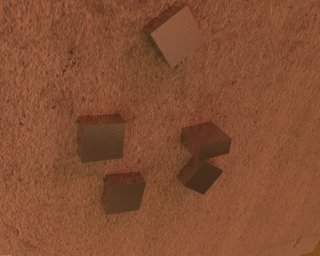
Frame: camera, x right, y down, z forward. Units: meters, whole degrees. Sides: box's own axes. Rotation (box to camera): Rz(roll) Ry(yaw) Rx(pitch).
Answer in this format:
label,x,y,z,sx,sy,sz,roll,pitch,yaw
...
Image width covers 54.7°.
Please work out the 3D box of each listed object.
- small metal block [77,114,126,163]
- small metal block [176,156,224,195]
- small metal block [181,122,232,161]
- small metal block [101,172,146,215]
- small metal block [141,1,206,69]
label,x,y,z,sx,sy,sz,roll,pitch,yaw
small metal block,-0.072,0.012,0.375,0.050,0.025,0.050,-5,121,-26
small metal block,0.063,0.072,0.486,0.050,0.025,0.050,31,101,-38
small metal block,0.064,0.018,0.436,0.050,0.050,0.025,-11,123,-22
small metal block,-0.052,0.091,0.435,0.050,0.025,0.050,-1,119,-28
small metal block,0.016,-0.105,0.351,0.050,0.025,0.050,-39,130,-2
